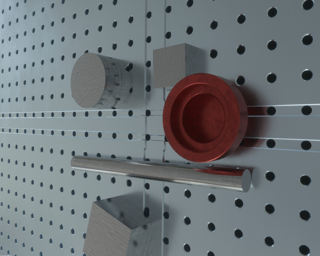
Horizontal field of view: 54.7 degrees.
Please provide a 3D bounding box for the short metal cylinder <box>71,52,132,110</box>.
[{"bbox_3d":[-0.089,-0.068,0.464,0.080,0.050,0.079,0,90,39],"label":"short metal cylinder"}]

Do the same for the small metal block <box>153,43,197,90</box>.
[{"bbox_3d":[0.019,-0.076,0.392,0.050,0.025,0.050,-1,89,39],"label":"small metal block"}]

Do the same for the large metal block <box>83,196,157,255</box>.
[{"bbox_3d":[-0.058,0.154,0.439,0.080,0.050,0.079,22,104,37],"label":"large metal block"}]

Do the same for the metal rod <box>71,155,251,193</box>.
[{"bbox_3d":[-0.024,0.057,0.426,0.300,0.025,0.025,0,90,39],"label":"metal rod"}]

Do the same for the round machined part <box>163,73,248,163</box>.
[{"bbox_3d":[0.054,-0.011,0.352,0.098,0.042,0.097,0,90,39],"label":"round machined part"}]
